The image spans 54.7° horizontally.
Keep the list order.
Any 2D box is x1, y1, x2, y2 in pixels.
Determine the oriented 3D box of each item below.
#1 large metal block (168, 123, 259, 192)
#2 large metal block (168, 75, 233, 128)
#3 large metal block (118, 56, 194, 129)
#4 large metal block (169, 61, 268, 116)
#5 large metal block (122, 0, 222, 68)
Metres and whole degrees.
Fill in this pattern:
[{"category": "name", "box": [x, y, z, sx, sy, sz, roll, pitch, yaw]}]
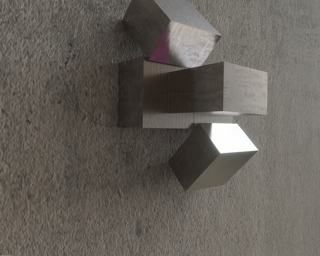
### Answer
[{"category": "large metal block", "box": [0.072, 0.039, 0.425, 0.081, 0.080, 0.050, 1, 46, -41]}, {"category": "large metal block", "box": [0.058, -0.039, 0.439, 0.081, 0.050, 0.079, 1, 90, -40]}, {"category": "large metal block", "box": [-0.004, -0.040, 0.386, 0.081, 0.050, 0.079, 1, 90, -40]}, {"category": "large metal block", "box": [0.068, -0.041, 0.365, 0.081, 0.080, 0.050, 2, 89, -40]}, {"category": "large metal block", "box": [0.013, -0.121, 0.375, 0.081, 0.050, 0.080, 1, 46, -40]}]
